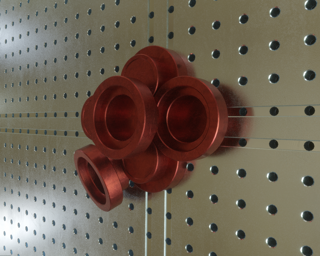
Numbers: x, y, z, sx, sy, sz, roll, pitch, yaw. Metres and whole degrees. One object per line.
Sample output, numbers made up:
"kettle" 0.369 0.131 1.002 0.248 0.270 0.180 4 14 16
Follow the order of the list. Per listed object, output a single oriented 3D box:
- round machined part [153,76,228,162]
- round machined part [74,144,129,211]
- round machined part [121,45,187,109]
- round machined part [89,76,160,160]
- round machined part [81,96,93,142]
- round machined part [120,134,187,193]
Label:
"round machined part" 0.037 -0.011 0.368 0.098 0.042 0.097 0 90 40
"round machined part" -0.081 0.067 0.450 0.098 0.042 0.097 34 137 38
"round machined part" -0.015 -0.061 0.412 0.098 0.042 0.097 0 90 40
"round machined part" -0.040 -0.012 0.376 0.098 0.042 0.097 0 90 40
"round machined part" -0.082 -0.015 0.467 0.098 0.042 0.097 0 90 40
"round machined part" -0.015 0.037 0.412 0.098 0.042 0.097 0 90 40
